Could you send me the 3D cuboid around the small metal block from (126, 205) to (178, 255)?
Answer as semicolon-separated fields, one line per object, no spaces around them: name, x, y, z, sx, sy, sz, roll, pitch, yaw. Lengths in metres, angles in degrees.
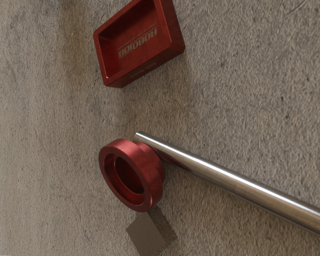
small metal block;-0.012;0.141;0.413;0.050;0.025;0.050;-50;61;28

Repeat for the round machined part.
round machined part;-0.032;0.056;0.402;0.098;0.042;0.097;27;134;33

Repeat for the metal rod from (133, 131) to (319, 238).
metal rod;0.082;0.061;0.335;0.300;0.025;0.025;22;104;37

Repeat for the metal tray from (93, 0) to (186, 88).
metal tray;-0.034;-0.120;0.427;0.130;0.030;0.090;-23;76;37
